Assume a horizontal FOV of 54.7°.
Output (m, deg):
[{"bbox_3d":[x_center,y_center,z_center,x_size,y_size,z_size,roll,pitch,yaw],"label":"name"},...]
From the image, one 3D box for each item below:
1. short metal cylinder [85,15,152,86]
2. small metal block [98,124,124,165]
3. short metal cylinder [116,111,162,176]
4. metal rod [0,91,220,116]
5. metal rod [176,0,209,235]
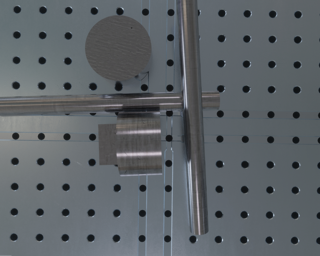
[{"bbox_3d":[-0.051,-0.097,0.400,0.081,0.050,0.079,0,90,0],"label":"short metal cylinder"},{"bbox_3d":[-0.062,0.020,0.400,0.025,0.050,0.050,-2,90,0],"label":"small metal block"},{"bbox_3d":[-0.024,0.019,0.386,0.050,0.080,0.079,-2,90,0],"label":"short metal cylinder"},{"bbox_3d":[-0.073,-0.033,0.412,0.302,0.025,0.025,-2,90,0],"label":"metal rod"},{"bbox_3d":[0.042,-0.010,0.391,0.025,0.025,0.298,-4,99,0],"label":"metal rod"}]
